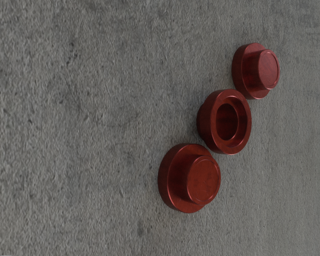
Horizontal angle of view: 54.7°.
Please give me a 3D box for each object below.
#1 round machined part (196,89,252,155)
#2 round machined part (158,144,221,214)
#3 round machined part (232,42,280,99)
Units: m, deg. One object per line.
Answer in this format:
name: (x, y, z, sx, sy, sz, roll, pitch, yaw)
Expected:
round machined part: (0.094, -0.009, 0.472, 0.099, 0.042, 0.097, 0, 90, -40)
round machined part: (0.048, 0.071, 0.434, 0.099, 0.042, 0.097, 0, 90, -40)
round machined part: (0.171, -0.099, 0.537, 0.099, 0.042, 0.097, 0, 90, -40)
